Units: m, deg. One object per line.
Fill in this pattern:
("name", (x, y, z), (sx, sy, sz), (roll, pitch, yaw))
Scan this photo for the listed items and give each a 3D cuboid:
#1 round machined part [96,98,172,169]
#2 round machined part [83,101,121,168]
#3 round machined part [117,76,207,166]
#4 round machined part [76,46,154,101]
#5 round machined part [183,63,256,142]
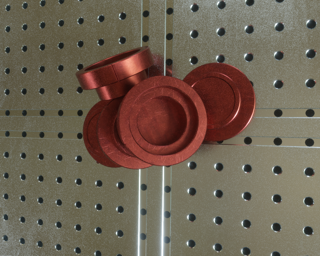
("round machined part", (-0.028, 0.003, 0.387), (0.099, 0.042, 0.097), (1, 87, -17))
("round machined part", (-0.065, 0.006, 0.425), (0.098, 0.042, 0.097), (0, 90, 19))
("round machined part", (0.000, -0.007, 0.352), (0.099, 0.042, 0.097), (0, 89, -14))
("round machined part", (-0.053, -0.068, 0.397), (0.098, 0.098, 0.042), (-13, 111, 19))
("round machined part", (0.066, -0.032, 0.380), (0.098, 0.042, 0.097), (0, 90, 19))
